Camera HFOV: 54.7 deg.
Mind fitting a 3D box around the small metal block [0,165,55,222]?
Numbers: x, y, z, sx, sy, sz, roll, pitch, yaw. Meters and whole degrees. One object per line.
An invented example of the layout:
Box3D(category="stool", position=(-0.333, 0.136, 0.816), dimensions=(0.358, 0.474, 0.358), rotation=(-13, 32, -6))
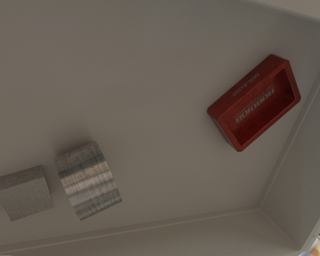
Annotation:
Box3D(category="small metal block", position=(-0.160, 0.078, 0.370), dimensions=(0.050, 0.025, 0.050), rotation=(-16, 125, -20))

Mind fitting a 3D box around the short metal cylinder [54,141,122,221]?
Box3D(category="short metal cylinder", position=(-0.084, 0.061, 0.366), dimensions=(0.050, 0.080, 0.080), rotation=(-24, 127, -15))

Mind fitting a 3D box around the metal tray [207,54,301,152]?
Box3D(category="metal tray", position=(0.144, -0.035, 0.464), dimensions=(0.130, 0.030, 0.090), rotation=(-41, 130, -1))
